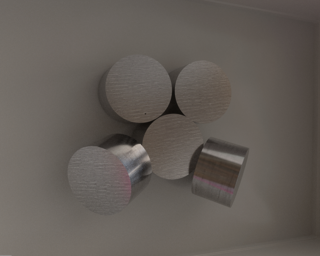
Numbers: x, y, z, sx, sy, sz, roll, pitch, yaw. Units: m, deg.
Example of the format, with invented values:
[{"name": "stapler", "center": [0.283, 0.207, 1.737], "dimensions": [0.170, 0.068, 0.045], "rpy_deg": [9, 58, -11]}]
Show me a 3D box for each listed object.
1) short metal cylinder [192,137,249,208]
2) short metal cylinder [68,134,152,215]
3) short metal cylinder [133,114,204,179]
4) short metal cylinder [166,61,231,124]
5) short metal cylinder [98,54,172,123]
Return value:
[{"name": "short metal cylinder", "center": [0.080, 0.057, 0.404], "dimensions": [0.050, 0.080, 0.080], "rpy_deg": [17, 83, 20]}, {"name": "short metal cylinder", "center": [-0.056, 0.051, 0.354], "dimensions": [0.050, 0.080, 0.080], "rpy_deg": [-32, 105, -63]}, {"name": "short metal cylinder", "center": [0.008, 0.022, 0.398], "dimensions": [0.081, 0.050, 0.079], "rpy_deg": [0, 90, -21]}, {"name": "short metal cylinder", "center": [0.047, -0.046, 0.414], "dimensions": [0.081, 0.050, 0.079], "rpy_deg": [0, 90, -21]}, {"name": "short metal cylinder", "center": [-0.032, -0.046, 0.383], "dimensions": [0.081, 0.050, 0.079], "rpy_deg": [0, 90, -21]}]
